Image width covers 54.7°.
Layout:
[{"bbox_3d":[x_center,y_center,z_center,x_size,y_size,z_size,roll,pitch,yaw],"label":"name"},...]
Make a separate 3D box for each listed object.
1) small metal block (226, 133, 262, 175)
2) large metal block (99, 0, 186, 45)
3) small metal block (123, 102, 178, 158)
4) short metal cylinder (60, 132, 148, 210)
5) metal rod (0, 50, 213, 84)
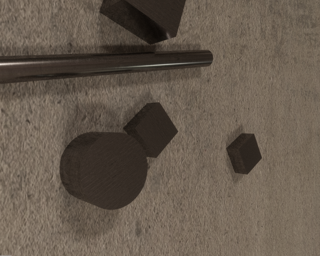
[{"bbox_3d":[0.144,0.043,0.529,0.050,0.025,0.050,-37,113,-34],"label":"small metal block"},{"bbox_3d":[-0.016,-0.161,0.377,0.080,0.050,0.080,24,75,-38],"label":"large metal block"},{"bbox_3d":[-0.011,0.002,0.398,0.050,0.025,0.050,-49,119,-29],"label":"small metal block"},{"bbox_3d":[-0.061,0.044,0.339,0.081,0.050,0.079,0,90,-40],"label":"short metal cylinder"},{"bbox_3d":[-0.044,-0.078,0.369,0.302,0.025,0.025,-14,99,-39],"label":"metal rod"}]
